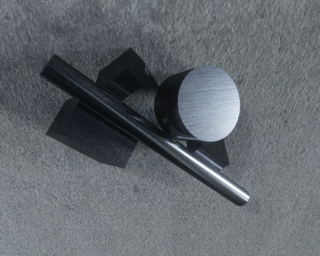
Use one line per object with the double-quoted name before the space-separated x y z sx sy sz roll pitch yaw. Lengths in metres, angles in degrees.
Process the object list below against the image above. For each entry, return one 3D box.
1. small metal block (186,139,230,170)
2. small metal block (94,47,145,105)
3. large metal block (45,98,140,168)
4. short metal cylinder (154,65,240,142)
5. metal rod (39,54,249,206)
"small metal block" 0.062 0.025 0.411 0.050 0.050 0.025 33 122 -25
"small metal block" -0.044 -0.056 0.345 0.050 0.050 0.025 -31 124 23
"large metal block" -0.081 0.005 0.372 0.080 0.050 0.080 33 163 -26
"short metal cylinder" 0.041 -0.025 0.344 0.080 0.080 0.050 32 164 -24
"metal rod" 0.003 0.018 0.359 0.301 0.025 0.025 36 121 -27
